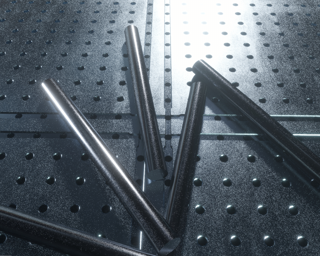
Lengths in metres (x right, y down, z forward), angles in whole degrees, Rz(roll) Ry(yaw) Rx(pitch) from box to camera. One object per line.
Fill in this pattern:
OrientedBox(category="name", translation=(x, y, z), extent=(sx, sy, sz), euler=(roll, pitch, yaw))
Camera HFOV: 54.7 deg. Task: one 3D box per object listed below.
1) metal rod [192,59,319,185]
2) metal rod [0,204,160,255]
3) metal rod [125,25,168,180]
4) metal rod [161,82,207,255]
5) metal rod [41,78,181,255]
OrientedBox(category="metal rod", translation=(0.144, -0.002, 0.410), extent=(0.025, 0.025, 0.300), euler=(-27, 55, -21))
OrientedBox(category="metal rod", translation=(-0.051, 0.115, 0.285), extent=(0.301, 0.025, 0.025), euler=(11, 50, 18))
OrientedBox(category="metal rod", translation=(-0.027, -0.059, 0.456), extent=(0.025, 0.025, 0.300), euler=(-7, 50, -6))
OrientedBox(category="metal rod", translation=(0.027, 0.053, 0.362), extent=(0.025, 0.025, 0.300), euler=(9, 50, 7))
OrientedBox(category="metal rod", translation=(-0.077, 0.023, 0.370), extent=(0.025, 0.025, 0.300), euler=(-28, 51, -22))
